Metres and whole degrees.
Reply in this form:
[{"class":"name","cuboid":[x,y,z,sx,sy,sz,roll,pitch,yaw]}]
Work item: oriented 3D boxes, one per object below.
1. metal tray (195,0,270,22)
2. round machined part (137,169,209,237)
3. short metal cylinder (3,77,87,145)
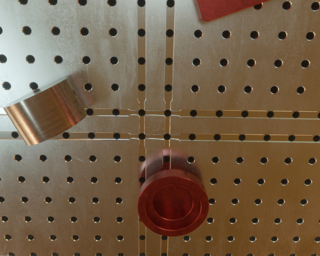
[{"class":"metal tray","cuboid":[0.097,-0.184,0.345,0.131,0.030,0.090,-18,109,6]},{"class":"round machined part","cuboid":[0.018,0.102,0.442,0.099,0.042,0.097,0,110,-1]},{"class":"short metal cylinder","cuboid":[-0.137,-0.021,0.374,0.080,0.080,0.050,-22,109,7]}]
